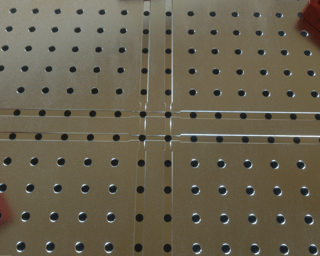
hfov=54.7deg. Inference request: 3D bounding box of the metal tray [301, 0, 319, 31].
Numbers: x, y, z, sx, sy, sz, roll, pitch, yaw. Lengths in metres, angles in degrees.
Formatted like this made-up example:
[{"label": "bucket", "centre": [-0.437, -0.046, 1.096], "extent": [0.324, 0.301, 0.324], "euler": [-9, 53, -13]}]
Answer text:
[{"label": "metal tray", "centre": [0.300, -0.192, 0.482], "extent": [0.130, 0.030, 0.090], "euler": [-38, 75, -13]}]
